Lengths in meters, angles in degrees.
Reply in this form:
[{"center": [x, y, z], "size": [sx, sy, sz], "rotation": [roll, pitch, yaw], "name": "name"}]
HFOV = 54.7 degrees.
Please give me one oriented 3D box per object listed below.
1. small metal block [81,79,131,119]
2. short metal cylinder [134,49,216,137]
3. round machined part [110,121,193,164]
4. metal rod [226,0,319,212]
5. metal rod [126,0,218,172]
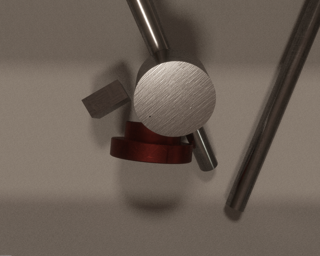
[{"center": [-0.067, -0.036, 0.398], "size": [0.050, 0.050, 0.025], "rotation": [-30, 90, 0], "name": "small metal block"}, {"center": [0.014, -0.038, 0.325], "size": [0.081, 0.050, 0.079], "rotation": [-1, 117, -1], "name": "short metal cylinder"}, {"center": [-0.009, 0.015, 0.375], "size": [0.099, 0.098, 0.042], "rotation": [5, 91, -1], "name": "round machined part"}, {"center": [0.156, -0.032, 0.413], "size": [0.025, 0.025, 0.299], "rotation": [23, 90, -1], "name": "metal rod"}, {"center": [0.007, -0.072, 0.350], "size": [0.025, 0.025, 0.299], "rotation": [-26, 116, 0], "name": "metal rod"}]
